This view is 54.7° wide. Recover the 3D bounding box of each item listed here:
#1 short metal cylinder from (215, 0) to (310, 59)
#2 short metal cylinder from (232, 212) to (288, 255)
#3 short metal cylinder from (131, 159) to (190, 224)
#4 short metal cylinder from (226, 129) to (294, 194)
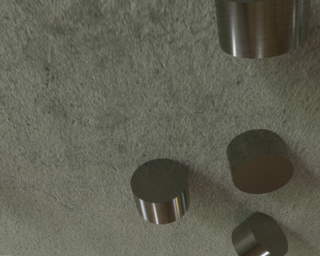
[{"bbox_3d":[0.092,-0.106,0.282,0.080,0.080,0.050,-10,130,8],"label":"short metal cylinder"},{"bbox_3d":[0.173,0.196,0.541,0.080,0.080,0.050,22,127,-18],"label":"short metal cylinder"},{"bbox_3d":[0.002,0.091,0.448,0.080,0.080,0.050,-5,130,4],"label":"short metal cylinder"},{"bbox_3d":[0.138,0.048,0.434,0.081,0.050,0.079,0,130,0],"label":"short metal cylinder"}]
